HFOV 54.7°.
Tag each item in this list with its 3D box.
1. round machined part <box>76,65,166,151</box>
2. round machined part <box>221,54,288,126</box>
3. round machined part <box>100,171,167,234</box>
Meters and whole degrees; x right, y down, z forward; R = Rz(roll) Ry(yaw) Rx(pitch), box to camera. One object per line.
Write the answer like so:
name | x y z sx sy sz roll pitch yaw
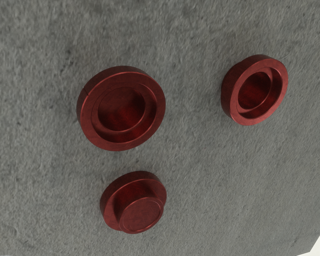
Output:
round machined part | -0.047 -0.025 0.356 0.099 0.042 0.097 -14 125 -21
round machined part | 0.125 -0.055 0.432 0.099 0.042 0.097 -14 125 -21
round machined part | -0.034 0.114 0.450 0.099 0.042 0.097 -14 125 -21
